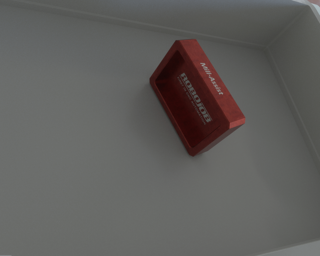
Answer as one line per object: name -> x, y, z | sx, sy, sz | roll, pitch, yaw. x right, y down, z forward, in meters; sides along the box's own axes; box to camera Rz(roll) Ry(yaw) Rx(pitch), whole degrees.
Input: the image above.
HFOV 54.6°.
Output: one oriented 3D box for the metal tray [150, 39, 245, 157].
metal tray -> 0.043, -0.039, 0.406 | 0.030, 0.090, 0.130 | -17, 71, -36
